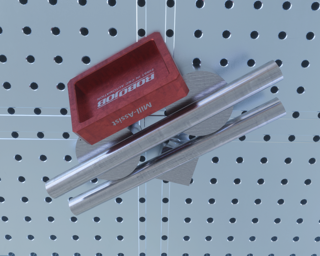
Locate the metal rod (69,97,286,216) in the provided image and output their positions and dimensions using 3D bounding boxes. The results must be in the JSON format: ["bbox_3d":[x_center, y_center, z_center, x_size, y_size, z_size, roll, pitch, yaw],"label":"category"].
[{"bbox_3d":[0.015,0.041,0.401,0.301,0.025,0.025,-27,108,9],"label":"metal rod"}]

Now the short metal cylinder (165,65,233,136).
[{"bbox_3d":[0.047,-0.036,0.388,0.081,0.050,0.079,0,110,-1],"label":"short metal cylinder"}]

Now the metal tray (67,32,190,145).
[{"bbox_3d":[-0.042,-0.047,0.359,0.130,0.090,0.030,-27,140,9],"label":"metal tray"}]

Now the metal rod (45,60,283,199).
[{"bbox_3d":[-0.003,0.007,0.361,0.301,0.025,0.025,-28,108,9],"label":"metal rod"}]

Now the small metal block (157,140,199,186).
[{"bbox_3d":[0.022,0.048,0.430,0.050,0.025,0.050,14,109,-6],"label":"small metal block"}]

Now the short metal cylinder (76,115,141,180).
[{"bbox_3d":[-0.064,0.021,0.407,0.081,0.050,0.079,0,110,-1],"label":"short metal cylinder"}]
